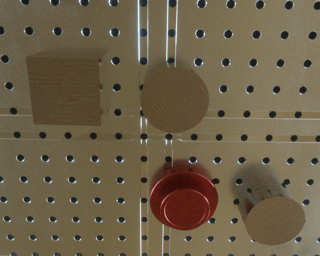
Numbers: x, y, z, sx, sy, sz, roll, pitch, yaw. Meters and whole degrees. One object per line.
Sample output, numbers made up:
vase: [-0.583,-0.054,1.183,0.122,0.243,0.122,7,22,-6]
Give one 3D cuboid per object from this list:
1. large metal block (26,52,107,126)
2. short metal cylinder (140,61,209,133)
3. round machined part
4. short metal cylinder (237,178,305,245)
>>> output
large metal block: [-0.110,-0.049,0.381,0.081,0.050,0.079,2,110,-1]
short metal cylinder: [0.017,-0.040,0.385,0.081,0.050,0.079,0,110,0]
round machined part: [0.034,0.106,0.444,0.099,0.042,0.097,0,110,0]
short metal cylinder: [0.157,0.119,0.445,0.081,0.050,0.079,0,110,0]
